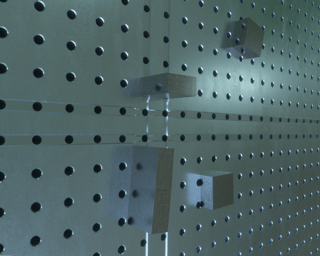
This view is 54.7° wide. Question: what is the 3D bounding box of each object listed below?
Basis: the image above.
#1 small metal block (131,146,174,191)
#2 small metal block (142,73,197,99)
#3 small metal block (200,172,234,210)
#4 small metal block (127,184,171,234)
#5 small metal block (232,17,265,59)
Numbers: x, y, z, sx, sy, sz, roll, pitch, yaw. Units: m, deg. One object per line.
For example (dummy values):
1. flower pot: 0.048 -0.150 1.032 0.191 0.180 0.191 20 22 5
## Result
1. small metal block: -0.010 0.049 0.386 0.025 0.050 0.050 7 86 -40
2. small metal block: 0.012 -0.054 0.405 0.050 0.050 0.025 0 90 -40
3. small metal block: 0.090 0.097 0.488 0.050 0.025 0.050 -2 92 -40
4. small metal block: -0.014 0.098 0.383 0.025 0.050 0.050 8 85 -40
5. small metal block: 0.155 -0.156 0.542 0.050 0.025 0.050 21 77 -39
